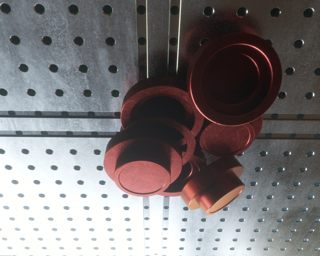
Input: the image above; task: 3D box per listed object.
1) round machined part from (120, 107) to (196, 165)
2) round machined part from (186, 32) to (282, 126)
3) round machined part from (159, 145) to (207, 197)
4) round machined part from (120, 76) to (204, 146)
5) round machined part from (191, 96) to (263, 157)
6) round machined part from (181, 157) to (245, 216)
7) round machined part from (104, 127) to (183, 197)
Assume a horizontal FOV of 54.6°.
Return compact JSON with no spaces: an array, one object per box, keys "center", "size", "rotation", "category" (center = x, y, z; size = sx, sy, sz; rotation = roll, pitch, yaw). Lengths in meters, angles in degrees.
[{"center":[-0.004,0.011,0.409],"size":[0.099,0.042,0.097],"rotation":[0,130,0],"category":"round machined part"},{"center":[0.077,-0.054,0.340],"size":[0.099,0.042,0.097],"rotation":[-2,109,-6],"category":"round machined part"},{"center":[0.017,0.052,0.444],"size":[0.099,0.042,0.097],"rotation":[0,130,0],"category":"round machined part"},{"center":[0.003,-0.023,0.381],"size":[0.099,0.042,0.097],"rotation":[0,130,0],"category":"round machined part"},{"center":[0.083,0.000,0.401],"size":[0.099,0.042,0.097],"rotation":[0,130,0],"category":"round machined part"},{"center":[0.082,0.087,0.443],"size":[0.099,0.042,0.098],"rotation":[-27,150,-17],"category":"round machined part"},{"center":[-0.021,0.049,0.386],"size":[0.099,0.042,0.097],"rotation":[0,130,0],"category":"round machined part"}]
